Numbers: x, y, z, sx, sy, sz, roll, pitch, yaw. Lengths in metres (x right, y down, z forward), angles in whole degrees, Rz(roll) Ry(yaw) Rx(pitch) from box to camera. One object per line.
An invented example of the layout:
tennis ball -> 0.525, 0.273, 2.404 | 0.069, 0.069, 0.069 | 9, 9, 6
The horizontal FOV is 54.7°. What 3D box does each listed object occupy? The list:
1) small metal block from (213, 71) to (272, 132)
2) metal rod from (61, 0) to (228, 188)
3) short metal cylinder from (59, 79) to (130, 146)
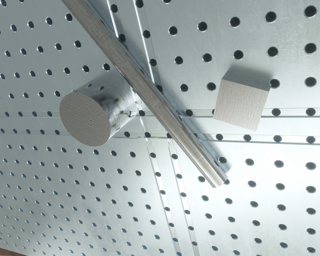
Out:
small metal block -> 0.091, -0.030, 0.344 | 0.050, 0.025, 0.050 | 18, 126, 17
metal rod -> -0.014, -0.044, 0.389 | 0.025, 0.025, 0.300 | -32, 101, 38
short metal cylinder -> -0.089, -0.021, 0.427 | 0.080, 0.050, 0.079 | 13, 124, 20
